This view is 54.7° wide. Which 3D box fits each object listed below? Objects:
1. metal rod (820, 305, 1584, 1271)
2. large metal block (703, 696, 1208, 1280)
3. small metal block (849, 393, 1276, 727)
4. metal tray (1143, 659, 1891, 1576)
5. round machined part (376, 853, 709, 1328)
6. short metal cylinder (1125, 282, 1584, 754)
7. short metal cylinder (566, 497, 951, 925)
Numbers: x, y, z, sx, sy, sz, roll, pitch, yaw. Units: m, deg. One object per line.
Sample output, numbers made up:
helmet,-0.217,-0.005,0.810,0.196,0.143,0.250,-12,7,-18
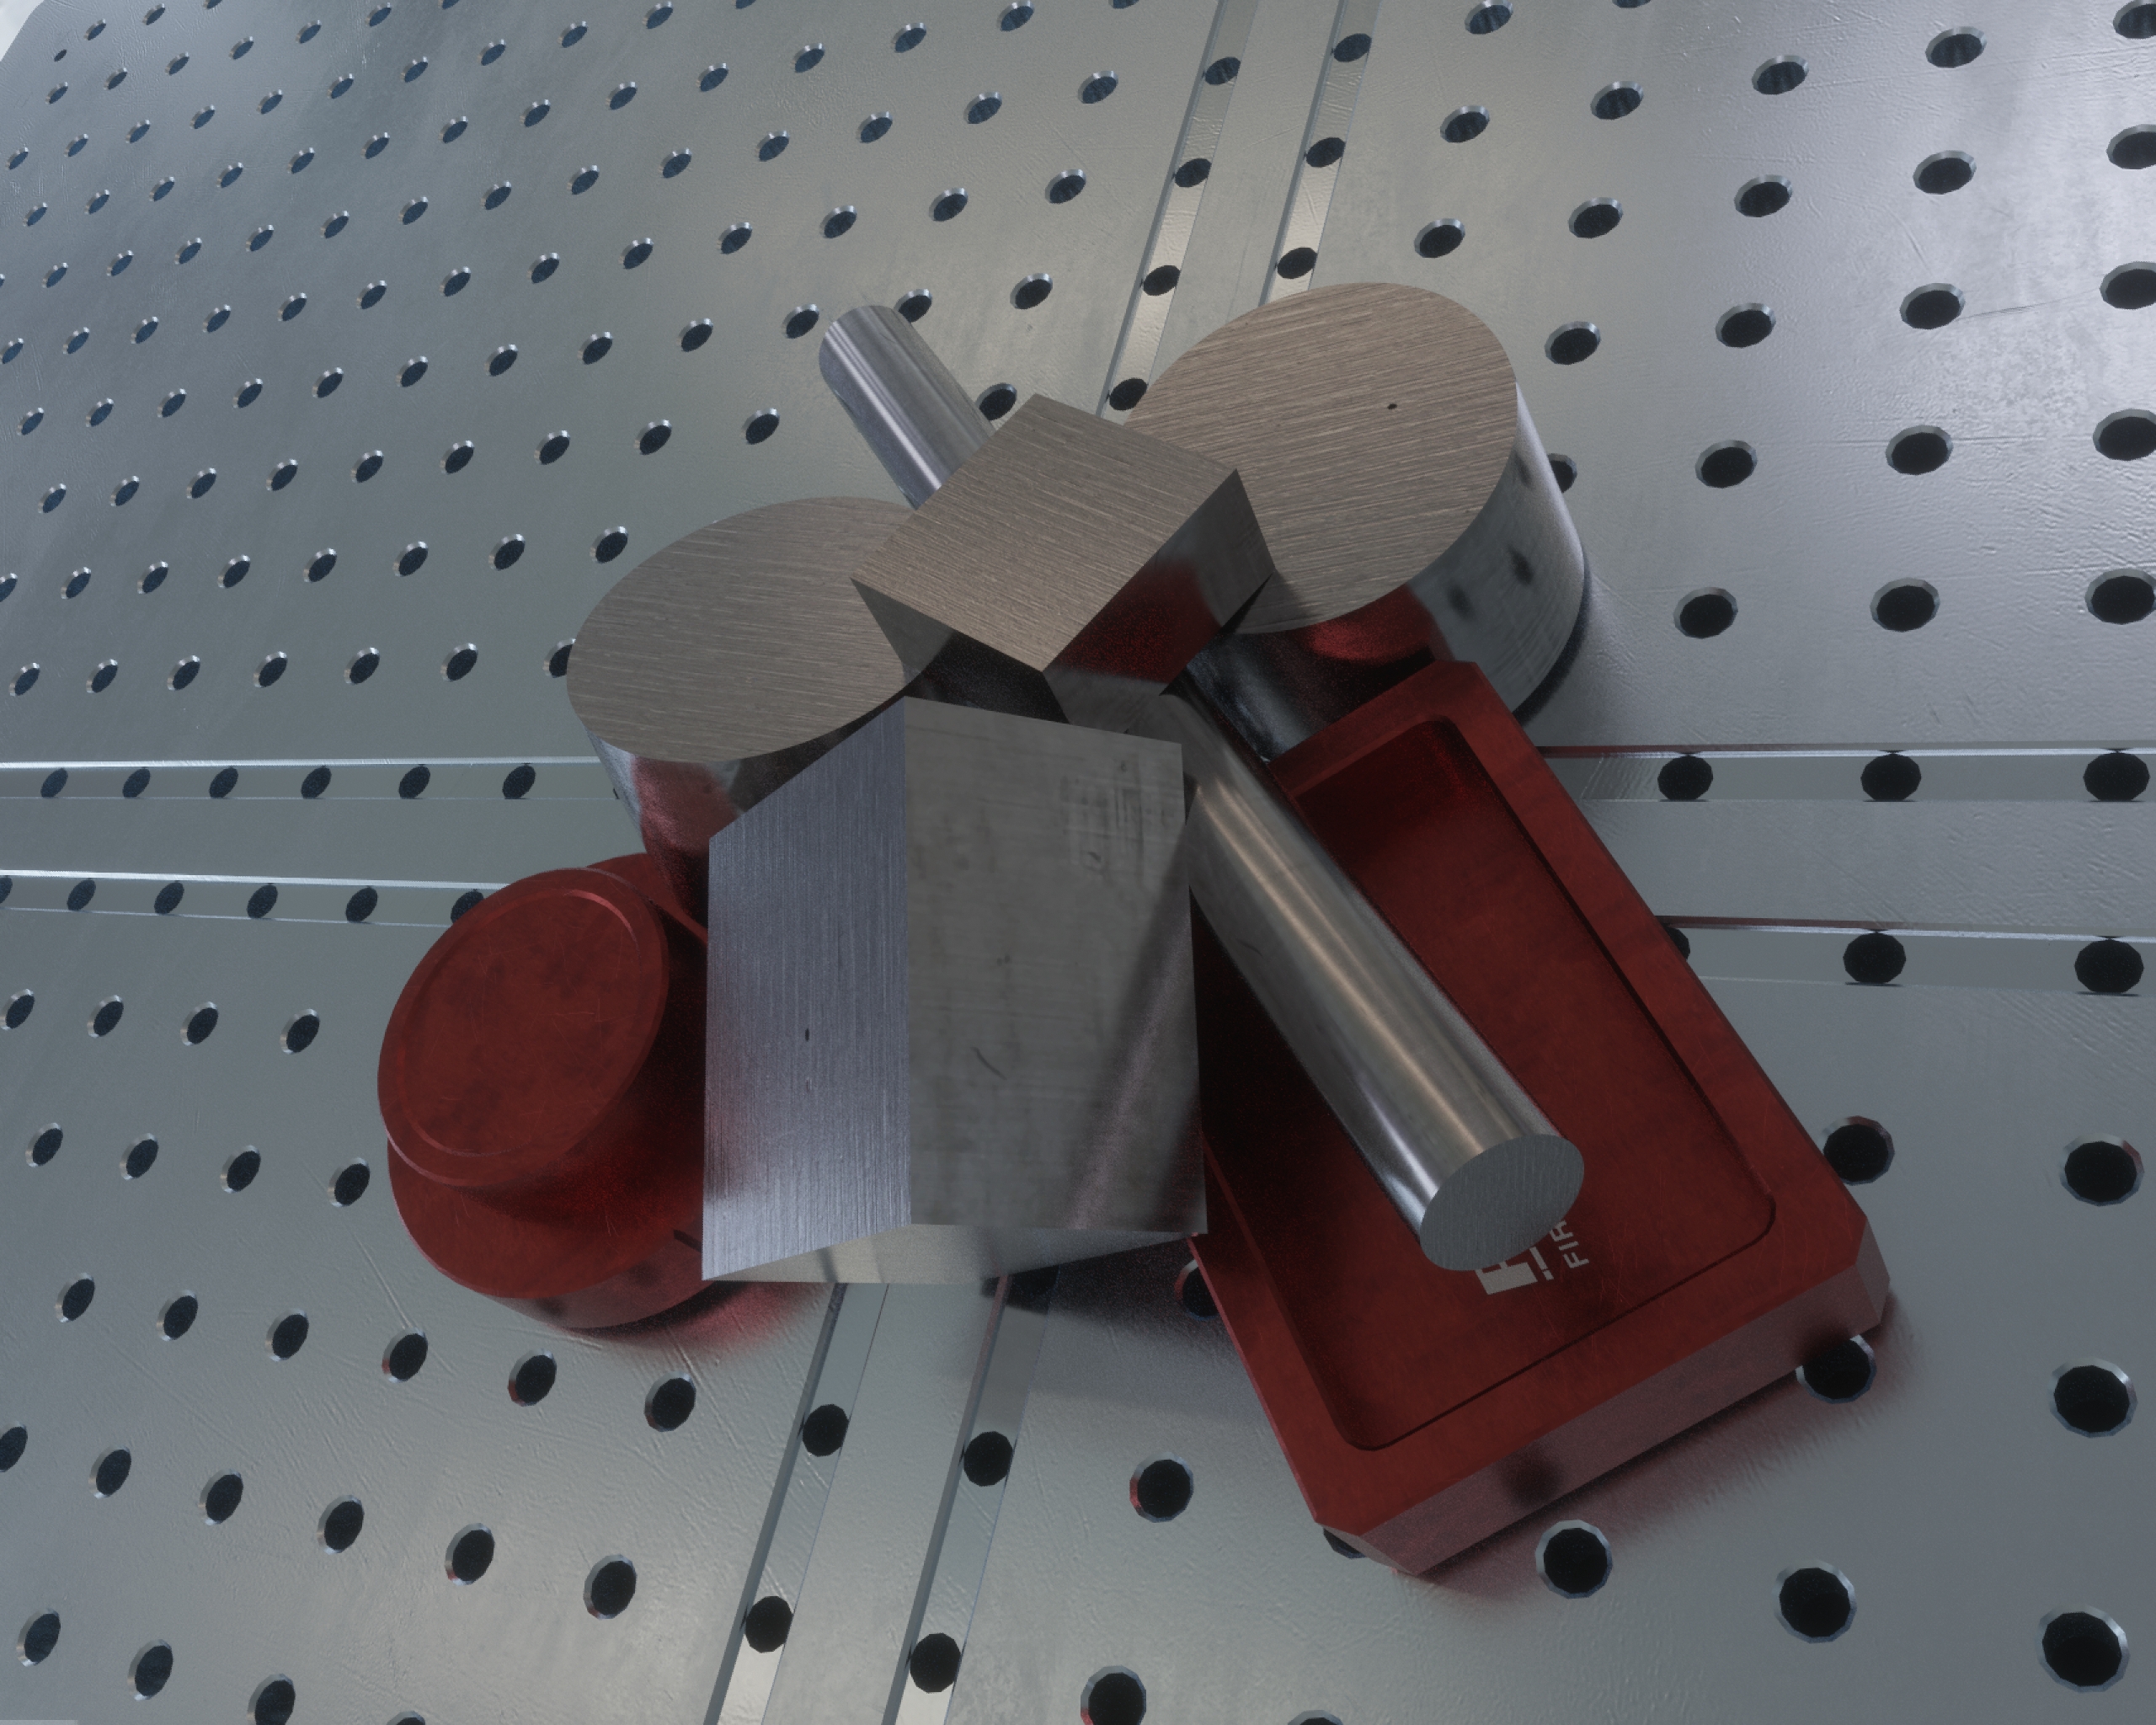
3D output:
metal rod,0.004,-0.038,0.393,0.025,0.025,0.300,-37,42,4
large metal block,-0.024,0.026,0.350,0.080,0.050,0.080,-27,60,55
small metal block,-0.003,-0.051,0.368,0.050,0.025,0.050,30,70,38
metal tray,0.058,0.037,0.347,0.090,0.030,0.130,-31,52,7
round machined part,-0.100,0.040,0.420,0.098,0.042,0.098,-13,56,21
short metal cylinder,0.051,-0.063,0.400,0.080,0.050,0.080,-13,56,21
short metal cylinder,-0.055,-0.029,0.420,0.080,0.050,0.080,-8,44,9
